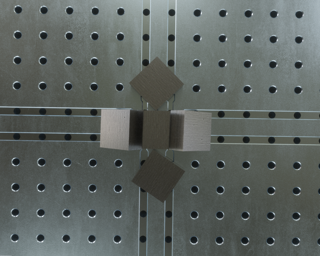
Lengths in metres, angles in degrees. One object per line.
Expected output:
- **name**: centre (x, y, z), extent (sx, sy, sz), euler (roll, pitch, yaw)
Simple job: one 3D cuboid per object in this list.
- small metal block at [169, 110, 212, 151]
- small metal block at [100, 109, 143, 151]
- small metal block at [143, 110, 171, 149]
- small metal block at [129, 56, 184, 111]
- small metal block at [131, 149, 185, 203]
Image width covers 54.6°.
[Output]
- **small metal block**: centre (0.040, 0.004, 0.400), extent (0.050, 0.025, 0.050), euler (3, 90, -41)
- **small metal block**: centre (-0.050, 0.001, 0.400), extent (0.050, 0.025, 0.050), euler (3, 91, 36)
- **small metal block**: centre (-0.004, 0.002, 0.413), extent (0.050, 0.025, 0.050), euler (1, 89, 0)
- **small metal block**: centre (-0.004, -0.058, 0.413), extent (0.050, 0.025, 0.050), euler (-44, 89, -1)
- **small metal block**: centre (-0.002, 0.062, 0.413), extent (0.050, 0.025, 0.050), euler (34, 90, 1)
